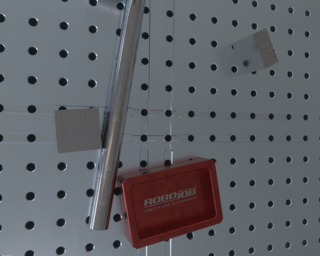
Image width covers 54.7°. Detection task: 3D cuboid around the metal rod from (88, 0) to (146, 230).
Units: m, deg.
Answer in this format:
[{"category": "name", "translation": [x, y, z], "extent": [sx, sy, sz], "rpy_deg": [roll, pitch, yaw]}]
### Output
[{"category": "metal rod", "translation": [-0.053, -0.024, 0.392], "extent": [0.025, 0.025, 0.298], "rpy_deg": [10, 87, -20]}]

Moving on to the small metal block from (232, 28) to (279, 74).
[{"category": "small metal block", "translation": [0.137, -0.110, 0.449], "extent": [0.025, 0.050, 0.050], "rpy_deg": [-28, 100, -18]}]

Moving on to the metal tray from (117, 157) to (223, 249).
[{"category": "metal tray", "translation": [0.016, 0.096, 0.415], "extent": [0.131, 0.030, 0.089], "rpy_deg": [-10, 94, -20]}]

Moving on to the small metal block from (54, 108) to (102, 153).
[{"category": "small metal block", "translation": [-0.100, 0.002, 0.376], "extent": [0.050, 0.025, 0.050], "rpy_deg": [-5, 92, -20]}]
